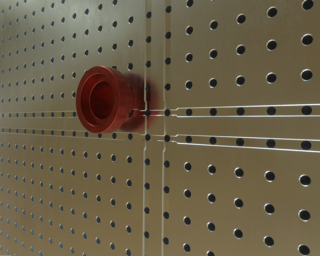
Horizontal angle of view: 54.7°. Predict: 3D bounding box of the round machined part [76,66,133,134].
[{"bbox_3d":[-0.078,-0.040,0.460,0.098,0.042,0.097,0,90,39],"label":"round machined part"}]
